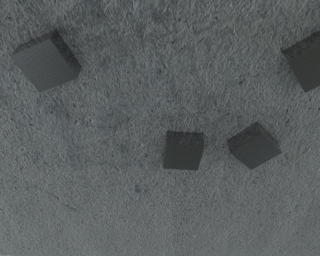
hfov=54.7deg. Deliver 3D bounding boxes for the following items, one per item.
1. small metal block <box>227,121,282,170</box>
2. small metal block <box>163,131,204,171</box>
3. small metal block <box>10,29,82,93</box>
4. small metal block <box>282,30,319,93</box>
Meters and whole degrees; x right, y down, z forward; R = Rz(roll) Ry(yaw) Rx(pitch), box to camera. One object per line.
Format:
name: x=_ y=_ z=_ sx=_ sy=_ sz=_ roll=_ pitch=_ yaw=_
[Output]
small metal block: x=0.131 y=0.026 z=0.430 sx=0.050 sy=0.025 sz=0.050 roll=-37 pitch=121 yaw=27
small metal block: x=0.032 y=0.032 z=0.435 sx=0.050 sy=0.025 sz=0.050 roll=4 pitch=130 yaw=-4
small metal block: x=-0.124 y=-0.073 z=0.343 sx=0.050 sy=0.025 sz=0.050 roll=-18 pitch=128 yaw=14
small metal block: x=0.173 y=-0.075 z=0.345 sx=0.050 sy=0.025 sz=0.050 roll=-29 pitch=125 yaw=22
